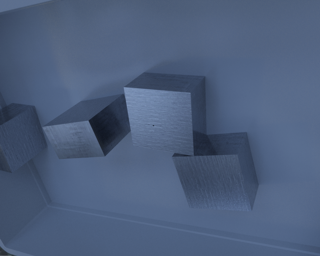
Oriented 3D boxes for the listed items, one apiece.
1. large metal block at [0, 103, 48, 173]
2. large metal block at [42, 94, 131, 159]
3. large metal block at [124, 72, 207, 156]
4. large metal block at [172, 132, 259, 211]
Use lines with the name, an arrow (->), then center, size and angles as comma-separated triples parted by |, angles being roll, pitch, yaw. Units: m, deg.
large metal block -> -0.241, 0.014, 0.506 | 0.050, 0.080, 0.079 | 8, 122, 24
large metal block -> -0.093, -0.002, 0.419 | 0.080, 0.080, 0.050 | -6, 116, 30
large metal block -> 0.009, -0.019, 0.375 | 0.080, 0.050, 0.079 | 8, 122, 24
large metal block -> 0.071, 0.054, 0.388 | 0.080, 0.050, 0.080 | -5, 116, 30
